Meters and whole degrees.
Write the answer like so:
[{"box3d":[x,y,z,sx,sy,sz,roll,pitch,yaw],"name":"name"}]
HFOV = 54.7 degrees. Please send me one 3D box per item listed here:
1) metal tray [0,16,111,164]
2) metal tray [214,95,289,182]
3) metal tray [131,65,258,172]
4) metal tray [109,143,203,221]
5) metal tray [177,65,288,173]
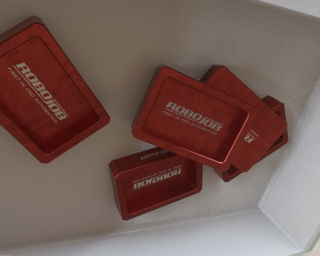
[{"box3d":[-0.122,-0.033,0.317,0.090,0.030,0.130,-35,129,-6],"name":"metal tray"},{"box3d":[0.139,0.018,0.492,0.131,0.030,0.090,-32,129,-8],"name":"metal tray"},{"box3d":[0.041,-0.011,0.379,0.131,0.030,0.090,22,101,-14],"name":"metal tray"},{"box3d":[-0.002,0.072,0.448,0.131,0.030,0.089,-16,125,-19],"name":"metal tray"},{"box3d":[0.095,-0.011,0.419,0.130,0.030,0.090,38,97,-16],"name":"metal tray"}]
